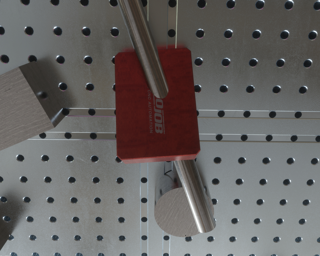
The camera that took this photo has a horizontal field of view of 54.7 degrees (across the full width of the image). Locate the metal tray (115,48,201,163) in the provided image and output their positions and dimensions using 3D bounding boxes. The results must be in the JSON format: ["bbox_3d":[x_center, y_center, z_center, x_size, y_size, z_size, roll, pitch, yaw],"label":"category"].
[{"bbox_3d":[-0.005,-0.027,0.363,0.091,0.030,0.129,-4,74,1],"label":"metal tray"}]

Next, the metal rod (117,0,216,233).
[{"bbox_3d":[0.012,-0.009,0.368,0.025,0.025,0.298,-18,103,6],"label":"metal rod"}]

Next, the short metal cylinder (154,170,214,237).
[{"bbox_3d":[0.032,0.105,0.439,0.081,0.050,0.079,0,110,0],"label":"short metal cylinder"}]

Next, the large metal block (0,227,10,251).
[{"bbox_3d":[-0.283,0.187,0.450,0.080,0.080,0.050,-35,107,12],"label":"large metal block"}]

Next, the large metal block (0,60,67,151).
[{"bbox_3d":[-0.179,-0.028,0.388,0.080,0.050,0.080,-22,109,8],"label":"large metal block"}]
